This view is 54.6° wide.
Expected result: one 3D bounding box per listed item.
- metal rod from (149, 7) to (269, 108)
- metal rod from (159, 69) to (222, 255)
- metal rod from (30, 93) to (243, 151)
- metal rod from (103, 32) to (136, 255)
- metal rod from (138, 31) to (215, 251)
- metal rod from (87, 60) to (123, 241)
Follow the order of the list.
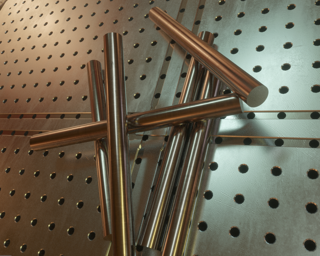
[{"bbox_3d":[0.045,-0.114,0.421,0.025,0.025,0.300,-37,41,4],"label":"metal rod"},{"bbox_3d":[0.037,0.050,0.358,0.025,0.025,0.300,2,63,29],"label":"metal rod"},{"bbox_3d":[-0.046,-0.003,0.401,0.300,0.025,0.025,-11,57,22],"label":"metal rod"},{"bbox_3d":[-0.049,0.025,0.366,0.025,0.025,0.299,-12,73,22],"label":"metal rod"},{"bbox_3d":[0.028,-0.002,0.395,0.025,0.025,0.300,3,63,29],"label":"metal rod"},{"bbox_3d":[-0.083,0.009,0.447,0.025,0.025,0.300,-25,53,13],"label":"metal rod"}]
